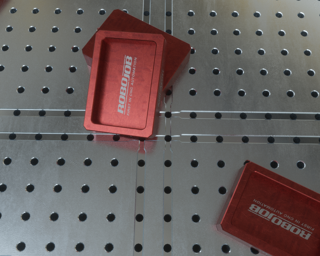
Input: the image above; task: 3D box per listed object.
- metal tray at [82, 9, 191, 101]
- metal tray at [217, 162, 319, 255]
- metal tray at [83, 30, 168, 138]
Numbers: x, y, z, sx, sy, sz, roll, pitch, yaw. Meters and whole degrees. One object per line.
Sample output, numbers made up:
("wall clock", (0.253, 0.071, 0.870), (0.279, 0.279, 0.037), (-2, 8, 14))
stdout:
("metal tray", (-0.033, -0.107, 0.448), (0.130, 0.030, 0.090), (29, 72, 10))
("metal tray", (0.146, 0.109, 0.370), (0.130, 0.030, 0.090), (26, 72, 8))
("metal tray", (-0.043, -0.056, 0.401), (0.090, 0.030, 0.129), (7, 89, 10))
